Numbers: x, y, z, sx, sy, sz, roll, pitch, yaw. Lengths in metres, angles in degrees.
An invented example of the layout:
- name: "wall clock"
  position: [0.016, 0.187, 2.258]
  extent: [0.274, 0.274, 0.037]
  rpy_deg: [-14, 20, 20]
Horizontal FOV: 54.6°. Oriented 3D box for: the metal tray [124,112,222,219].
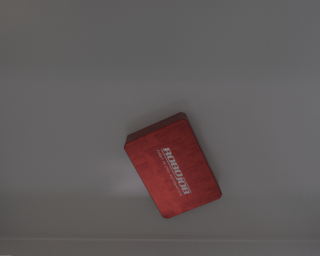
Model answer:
- name: "metal tray"
  position: [0.019, 0.054, 0.429]
  extent: [0.090, 0.030, 0.130]
  rpy_deg: [-24, 109, 8]
